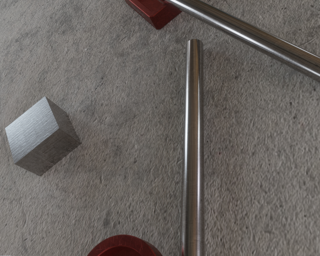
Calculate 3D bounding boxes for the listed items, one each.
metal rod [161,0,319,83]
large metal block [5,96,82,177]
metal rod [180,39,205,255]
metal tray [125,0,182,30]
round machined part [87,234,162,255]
[{"bbox_3d":[0.099,-0.134,0.413,0.025,0.025,0.300,-46,58,-4],"label":"metal rod"},{"bbox_3d":[-0.179,0.012,0.472,0.080,0.050,0.080,-39,51,2],"label":"large metal block"},{"bbox_3d":[0.041,0.010,0.375,0.025,0.025,0.299,-10,57,23],"label":"metal rod"},{"bbox_3d":[-0.005,-0.237,0.546,0.090,0.030,0.130,-39,51,1],"label":"metal tray"},{"bbox_3d":[-0.033,0.161,0.310,0.098,0.042,0.098,-13,56,20],"label":"round machined part"}]
